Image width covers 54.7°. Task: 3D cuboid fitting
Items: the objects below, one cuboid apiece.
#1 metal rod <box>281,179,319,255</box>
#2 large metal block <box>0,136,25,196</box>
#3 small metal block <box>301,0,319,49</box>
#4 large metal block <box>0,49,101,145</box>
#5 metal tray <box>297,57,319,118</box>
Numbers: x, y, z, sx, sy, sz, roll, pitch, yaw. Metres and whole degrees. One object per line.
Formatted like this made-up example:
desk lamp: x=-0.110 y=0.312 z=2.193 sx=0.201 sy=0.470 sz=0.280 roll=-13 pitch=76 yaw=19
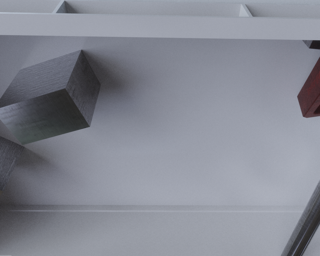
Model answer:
metal rod: x=0.209 y=0.074 z=0.385 sx=0.025 sy=0.025 sz=0.298 roll=6 pitch=119 yaw=-6
large metal block: x=-0.242 y=0.050 z=0.412 sx=0.080 sy=0.080 sz=0.050 roll=30 pitch=124 yaw=-24
small metal block: x=0.184 y=-0.108 z=0.320 sx=0.050 sy=0.025 sz=0.050 roll=4 pitch=130 yaw=-4
large metal block: x=-0.118 y=-0.035 z=0.341 sx=0.080 sy=0.080 sz=0.050 roll=-15 pitch=129 yaw=11
metal tray: x=0.209 y=-0.054 z=0.325 sx=0.090 sy=0.030 sz=0.130 roll=-8 pitch=159 yaw=6
